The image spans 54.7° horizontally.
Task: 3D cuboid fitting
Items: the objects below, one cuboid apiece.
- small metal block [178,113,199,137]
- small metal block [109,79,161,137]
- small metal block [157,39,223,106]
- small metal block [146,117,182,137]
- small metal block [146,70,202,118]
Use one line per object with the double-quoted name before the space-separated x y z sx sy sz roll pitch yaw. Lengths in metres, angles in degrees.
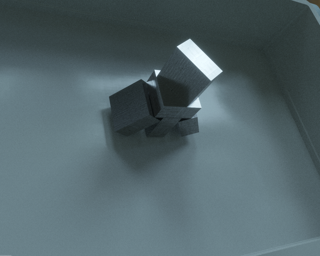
"small metal block" 0.033 -0.023 0.416 0.025 0.050 0.050 -15 65 3
"small metal block" -0.032 -0.024 0.381 0.025 0.050 0.050 28 42 -55
"small metal block" 0.032 -0.061 0.344 0.050 0.050 0.025 46 52 4
"small metal block" -0.001 -0.022 0.400 0.025 0.050 0.050 1 61 -28
"small metal block" 0.016 -0.040 0.371 0.050 0.025 0.050 1 61 -28
